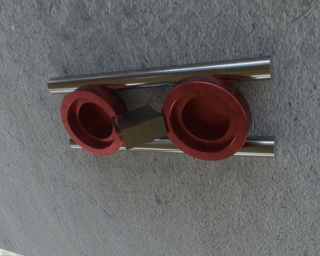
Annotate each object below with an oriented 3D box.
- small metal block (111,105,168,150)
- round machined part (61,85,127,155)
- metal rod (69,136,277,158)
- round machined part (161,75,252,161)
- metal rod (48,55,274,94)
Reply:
[{"bbox_3d":[-0.026,-0.002,0.370,0.050,0.050,0.025,-138,31,-61],"label":"small metal block"},{"bbox_3d":[-0.083,-0.014,0.427,0.098,0.042,0.097,13,124,21],"label":"round machined part"},{"bbox_3d":[-0.002,0.021,0.422,0.300,0.025,0.025,0,119,28],"label":"metal rod"},{"bbox_3d":[0.054,-0.014,0.353,0.098,0.042,0.097,13,124,21],"label":"round machined part"},{"bbox_3d":[-0.021,-0.061,0.381,0.300,0.025,0.025,0,119,28],"label":"metal rod"}]
